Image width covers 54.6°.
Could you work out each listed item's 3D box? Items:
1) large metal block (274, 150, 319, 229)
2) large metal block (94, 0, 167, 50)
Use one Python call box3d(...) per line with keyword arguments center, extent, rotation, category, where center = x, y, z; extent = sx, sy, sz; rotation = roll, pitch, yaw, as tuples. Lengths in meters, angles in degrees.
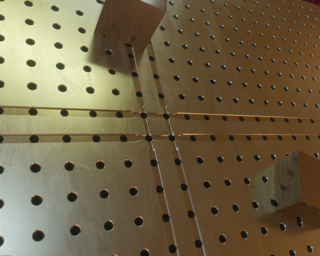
box3d(center=(0.217, 0.091, 0.453), extent=(0.080, 0.050, 0.080), rotation=(24, 53, -14), category="large metal block")
box3d(center=(-0.043, -0.172, 0.454), extent=(0.080, 0.080, 0.050), rotation=(16, 55, -19), category="large metal block")
